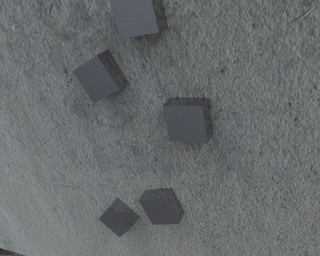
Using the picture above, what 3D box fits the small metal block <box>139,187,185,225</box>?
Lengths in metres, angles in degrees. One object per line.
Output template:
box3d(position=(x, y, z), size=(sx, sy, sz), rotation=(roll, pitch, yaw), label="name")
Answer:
box3d(position=(0.003, 0.122, 0.481), size=(0.050, 0.025, 0.050), rotation=(-14, 112, 34), label="small metal block")

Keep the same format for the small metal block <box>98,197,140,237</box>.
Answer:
box3d(position=(-0.072, 0.157, 0.542), size=(0.050, 0.025, 0.050), rotation=(41, 129, 0), label="small metal block")

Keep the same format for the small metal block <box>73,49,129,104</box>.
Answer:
box3d(position=(-0.078, -0.067, 0.407), size=(0.050, 0.025, 0.050), rotation=(-21, 107, 36), label="small metal block")

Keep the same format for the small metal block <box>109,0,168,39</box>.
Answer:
box3d(position=(-0.024, -0.129, 0.339), size=(0.050, 0.025, 0.050), rotation=(-1, 118, 28), label="small metal block")

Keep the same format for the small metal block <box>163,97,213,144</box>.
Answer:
box3d(position=(0.035, -0.010, 0.382), size=(0.050, 0.025, 0.050), rotation=(3, 120, 26), label="small metal block")
